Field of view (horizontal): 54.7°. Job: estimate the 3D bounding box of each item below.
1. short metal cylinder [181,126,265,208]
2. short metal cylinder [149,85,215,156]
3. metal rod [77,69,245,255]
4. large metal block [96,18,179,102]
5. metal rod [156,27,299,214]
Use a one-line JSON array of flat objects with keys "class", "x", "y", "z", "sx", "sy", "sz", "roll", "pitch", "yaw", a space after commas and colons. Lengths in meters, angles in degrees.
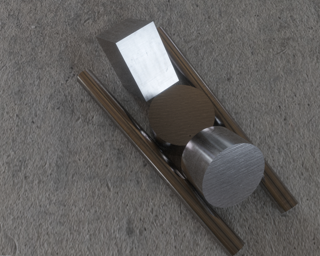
[{"class": "short metal cylinder", "x": 0.072, "y": 0.044, "z": 0.358, "sx": 0.080, "sy": 0.080, "sz": 0.050, "roll": -30, "pitch": 31, "yaw": -10}, {"class": "short metal cylinder", "x": 0.026, "y": -0.008, "z": 0.399, "sx": 0.081, "sy": 0.050, "sz": 0.080, "roll": 0, "pitch": 70, "yaw": 0}, {"class": "metal rod", "x": -0.009, "y": 0.034, "z": 0.396, "sx": 0.025, "sy": 0.025, "sz": 0.300, "roll": -39, "pitch": 75, "yaw": -13}, {"class": "large metal block", "x": -0.030, "y": -0.090, "z": 0.396, "sx": 0.050, "sy": 0.080, "sz": 0.080, "roll": -35, "pitch": 32, "yaw": -12}, {"class": "metal rod", "x": 0.076, "y": -0.022, "z": 0.417, "sx": 0.025, "sy": 0.025, "sz": 0.299, "roll": -31, "pitch": 73, "yaw": -11}]
